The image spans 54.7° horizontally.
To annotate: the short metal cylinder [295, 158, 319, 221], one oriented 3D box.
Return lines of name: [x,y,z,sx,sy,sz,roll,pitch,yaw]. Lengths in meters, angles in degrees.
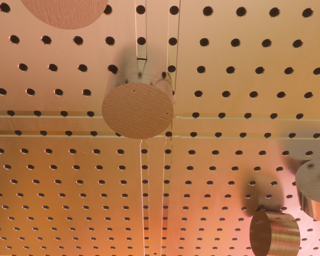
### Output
short metal cylinder: [0.245,0.091,0.455,0.080,0.080,0.050,-16,128,13]

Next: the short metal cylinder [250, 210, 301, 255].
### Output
short metal cylinder: [0.196,0.186,0.536,0.050,0.080,0.079,9,130,-8]

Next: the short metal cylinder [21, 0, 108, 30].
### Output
short metal cylinder: [-0.083,-0.137,0.278,0.081,0.050,0.079,0,130,0]

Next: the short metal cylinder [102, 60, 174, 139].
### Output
short metal cylinder: [-0.025,-0.033,0.367,0.081,0.050,0.079,0,130,0]
